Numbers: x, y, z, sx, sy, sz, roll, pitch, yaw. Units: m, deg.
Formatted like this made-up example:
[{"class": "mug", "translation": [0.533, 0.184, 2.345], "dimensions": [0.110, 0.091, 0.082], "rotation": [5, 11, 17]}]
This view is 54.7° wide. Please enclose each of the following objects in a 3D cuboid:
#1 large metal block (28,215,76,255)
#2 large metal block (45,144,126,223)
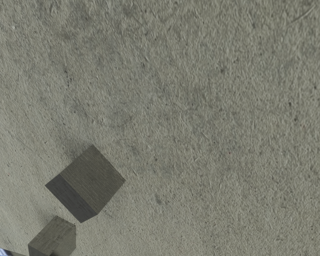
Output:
[{"class": "large metal block", "translation": [-0.219, 0.244, 0.638], "dimensions": [0.050, 0.080, 0.079], "rotation": [22, 127, 15]}, {"class": "large metal block", "translation": [-0.114, 0.086, 0.485], "dimensions": [0.080, 0.080, 0.050], "rotation": [49, 129, -7]}]
